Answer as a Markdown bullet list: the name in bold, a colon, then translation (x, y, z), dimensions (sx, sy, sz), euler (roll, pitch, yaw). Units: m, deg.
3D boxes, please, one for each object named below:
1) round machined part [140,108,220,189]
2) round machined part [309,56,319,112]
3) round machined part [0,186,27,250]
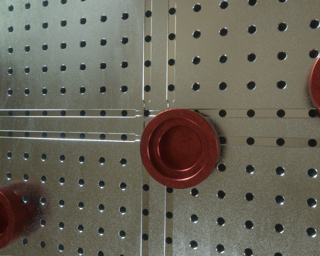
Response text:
- **round machined part**: translation (0.028, 0.025, 0.394), dimensions (0.098, 0.042, 0.097), euler (0, 90, 20)
- **round machined part**: translation (0.211, -0.047, 0.329), dimensions (0.098, 0.042, 0.097), euler (0, 90, 20)
- **round machined part**: translation (-0.254, 0.140, 0.494), dimensions (0.098, 0.042, 0.097), euler (0, 90, 20)
